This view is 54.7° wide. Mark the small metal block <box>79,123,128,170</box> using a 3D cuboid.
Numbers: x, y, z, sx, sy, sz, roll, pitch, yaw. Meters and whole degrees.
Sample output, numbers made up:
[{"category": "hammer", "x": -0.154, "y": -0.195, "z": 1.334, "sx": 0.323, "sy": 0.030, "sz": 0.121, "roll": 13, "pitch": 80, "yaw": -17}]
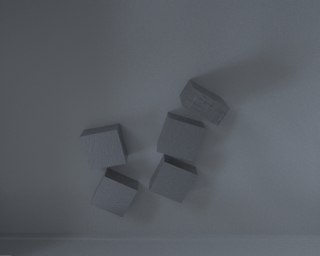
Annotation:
[{"category": "small metal block", "x": -0.075, "y": 0.025, "z": 0.420, "sx": 0.050, "sy": 0.025, "sz": 0.050, "roll": -11, "pitch": 110, "yaw": 3}]

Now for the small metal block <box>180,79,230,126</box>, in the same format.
[{"category": "small metal block", "x": 0.054, "y": -0.033, "z": 0.387, "sx": 0.050, "sy": 0.050, "sz": 0.025, "roll": 28, "pitch": 108, "yaw": -10}]

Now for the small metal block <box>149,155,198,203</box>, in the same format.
[{"category": "small metal block", "x": 0.018, "y": 0.072, "z": 0.438, "sx": 0.050, "sy": 0.025, "sz": 0.050, "roll": 23, "pitch": 108, "yaw": -9}]

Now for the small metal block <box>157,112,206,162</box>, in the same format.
[{"category": "small metal block", "x": 0.027, "y": 0.012, "z": 0.416, "sx": 0.050, "sy": 0.025, "sz": 0.050, "roll": 16, "pitch": 109, "yaw": -7}]

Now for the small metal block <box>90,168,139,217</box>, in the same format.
[{"category": "small metal block", "x": -0.065, "y": 0.093, "z": 0.445, "sx": 0.050, "sy": 0.025, "sz": 0.050, "roll": 26, "pitch": 108, "yaw": -10}]
